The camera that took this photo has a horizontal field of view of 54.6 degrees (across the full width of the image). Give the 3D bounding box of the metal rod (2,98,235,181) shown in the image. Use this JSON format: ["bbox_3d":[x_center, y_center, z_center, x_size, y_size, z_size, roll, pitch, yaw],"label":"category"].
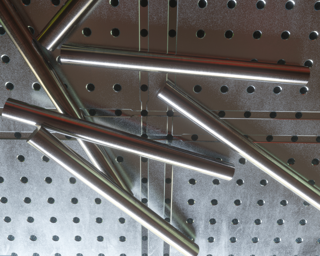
[{"bbox_3d":[-0.041,0.019,0.401,0.302,0.025,0.025,17,109,-14],"label":"metal rod"}]

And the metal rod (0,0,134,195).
[{"bbox_3d":[-0.118,-0.022,0.404,0.025,0.025,0.299,-26,108,9],"label":"metal rod"}]

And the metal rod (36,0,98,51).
[{"bbox_3d":[-0.032,-0.201,0.339,0.299,0.025,0.025,-43,105,14],"label":"metal rod"}]

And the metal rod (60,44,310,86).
[{"bbox_3d":[0.032,-0.078,0.384,0.302,0.025,0.025,5,110,-2],"label":"metal rod"}]

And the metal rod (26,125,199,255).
[{"bbox_3d":[-0.047,0.100,0.422,0.025,0.025,0.300,-40,116,13],"label":"metal rod"}]

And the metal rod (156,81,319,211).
[{"bbox_3d":[0.124,0.032,0.425,0.301,0.025,0.025,34,107,-12],"label":"metal rod"}]
